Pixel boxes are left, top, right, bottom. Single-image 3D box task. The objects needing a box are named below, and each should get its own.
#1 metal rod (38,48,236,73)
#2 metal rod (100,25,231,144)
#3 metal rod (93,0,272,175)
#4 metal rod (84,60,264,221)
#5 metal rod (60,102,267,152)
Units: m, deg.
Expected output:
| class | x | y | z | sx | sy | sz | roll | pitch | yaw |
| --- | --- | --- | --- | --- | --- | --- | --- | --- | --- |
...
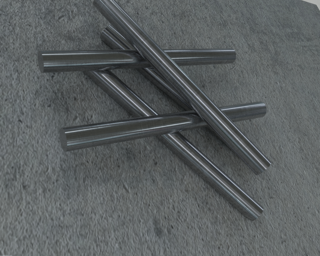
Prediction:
| class | x | y | z | sx | sy | sz | roll | pitch | yaw |
| --- | --- | --- | --- | --- | --- | --- | --- | --- | --- |
| metal rod | -0.009 | -0.097 | 0.429 | 0.303 | 0.025 | 0.025 | -10 | 67 | -33 |
| metal rod | 0.036 | -0.043 | 0.452 | 0.300 | 0.025 | 0.025 | 40 | 51 | -1 |
| metal rod | 0.025 | -0.059 | 0.393 | 0.300 | 0.025 | 0.025 | 47 | 51 | 4 |
| metal rod | 0.015 | 0.012 | 0.406 | 0.300 | 0.025 | 0.025 | 42 | 51 | 0 |
| metal rod | 0.028 | -0.008 | 0.395 | 0.303 | 0.025 | 0.025 | -9 | 67 | -32 |
